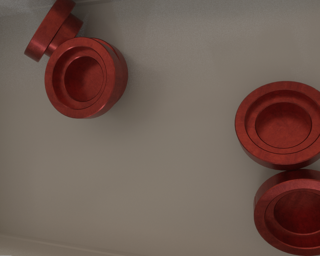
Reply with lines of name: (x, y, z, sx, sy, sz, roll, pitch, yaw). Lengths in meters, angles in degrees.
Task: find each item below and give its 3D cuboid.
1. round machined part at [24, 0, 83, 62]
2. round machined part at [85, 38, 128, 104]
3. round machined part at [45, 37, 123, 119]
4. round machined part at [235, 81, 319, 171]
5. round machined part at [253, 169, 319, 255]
round machined part: (-0.143, -0.132, 0.431, 0.042, 0.098, 0.098, 33, 103, -24)
round machined part: (-0.089, -0.072, 0.431, 0.098, 0.042, 0.097, 0, 90, 19)
round machined part: (-0.090, -0.060, 0.388, 0.098, 0.042, 0.097, 0, 90, 19)
round machined part: (0.136, 0.000, 0.341, 0.098, 0.042, 0.098, -9, 62, 18)
round machined part: (0.152, 0.086, 0.336, 0.098, 0.042, 0.097, 6, 114, 13)
